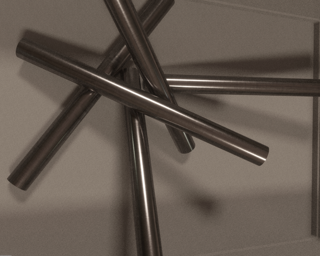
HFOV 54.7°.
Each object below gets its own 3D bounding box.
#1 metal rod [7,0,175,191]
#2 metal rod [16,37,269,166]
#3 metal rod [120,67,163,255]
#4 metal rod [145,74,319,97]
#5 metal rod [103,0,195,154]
[{"bbox_3d":[-0.076,-0.055,0.382,0.025,0.025,0.300,39,77,-16],"label":"metal rod"},{"bbox_3d":[-0.018,-0.029,0.354,0.301,0.025,0.025,24,82,-2],"label":"metal rod"},{"bbox_3d":[-0.019,0.064,0.337,0.025,0.025,0.299,1,64,-20],"label":"metal rod"},{"bbox_3d":[0.130,-0.058,0.426,0.302,0.025,0.025,0,90,-8],"label":"metal rod"},{"bbox_3d":[-0.019,-0.081,0.340,0.025,0.025,0.299,-39,128,-16],"label":"metal rod"}]
